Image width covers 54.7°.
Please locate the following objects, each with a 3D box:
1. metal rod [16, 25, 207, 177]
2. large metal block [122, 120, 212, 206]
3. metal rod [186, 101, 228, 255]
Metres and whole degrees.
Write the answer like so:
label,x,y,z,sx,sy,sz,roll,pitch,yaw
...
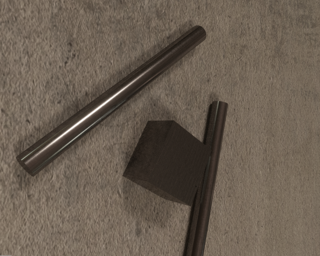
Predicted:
label,x,y,z,sx,sy,sz,roll,pitch,yaw
metal rod,-0.036,-0.051,0.375,0.301,0.025,0.025,-43,117,-32
large metal block,0.012,0.045,0.400,0.080,0.050,0.080,37,67,-34
metal rod,0.066,0.106,0.462,0.025,0.025,0.299,19,78,-39
